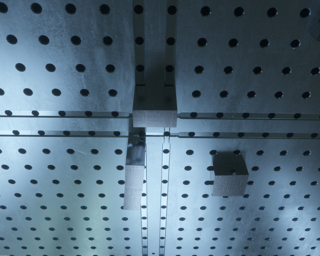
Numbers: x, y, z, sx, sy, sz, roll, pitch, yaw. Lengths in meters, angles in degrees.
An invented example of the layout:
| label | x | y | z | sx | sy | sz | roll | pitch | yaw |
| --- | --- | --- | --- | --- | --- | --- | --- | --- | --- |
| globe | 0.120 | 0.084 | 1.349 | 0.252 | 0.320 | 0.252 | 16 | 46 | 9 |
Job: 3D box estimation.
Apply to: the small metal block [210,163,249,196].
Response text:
| label | x | y | z | sx | sy | sz | roll | pitch | yaw |
| --- | --- | --- | --- | --- | --- | --- | --- | --- | --- |
| small metal block | 0.107 | 0.081 | 0.482 | 0.050 | 0.025 | 0.050 | -1 | 130 | 0 |

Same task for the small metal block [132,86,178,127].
| label | x | y | z | sx | sy | sz | roll | pitch | yaw |
| --- | --- | --- | --- | --- | --- | --- | --- | --- | --- |
| small metal block | -0.006 | -0.026 | 0.373 | 0.050 | 0.050 | 0.025 | 0 | 130 | -1 |

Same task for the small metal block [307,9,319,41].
| label | x | y | z | sx | sy | sz | roll | pitch | yaw |
| --- | --- | --- | --- | --- | --- | --- | --- | --- | --- |
| small metal block | 0.192 | -0.112 | 0.319 | 0.050 | 0.025 | 0.050 | 12 | 129 | -11 |

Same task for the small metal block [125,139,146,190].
| label | x | y | z | sx | sy | sz | roll | pitch | yaw |
| --- | --- | --- | --- | --- | --- | --- | --- | --- | --- |
| small metal block | -0.035 | 0.052 | 0.439 | 0.025 | 0.050 | 0.050 | 4 | 130 | -4 |

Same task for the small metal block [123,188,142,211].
| label | x | y | z | sx | sy | sz | roll | pitch | yaw |
| --- | --- | --- | --- | --- | --- | --- | --- | --- | --- |
| small metal block | -0.040 | 0.089 | 0.471 | 0.025 | 0.050 | 0.050 | 5 | 130 | -5 |
